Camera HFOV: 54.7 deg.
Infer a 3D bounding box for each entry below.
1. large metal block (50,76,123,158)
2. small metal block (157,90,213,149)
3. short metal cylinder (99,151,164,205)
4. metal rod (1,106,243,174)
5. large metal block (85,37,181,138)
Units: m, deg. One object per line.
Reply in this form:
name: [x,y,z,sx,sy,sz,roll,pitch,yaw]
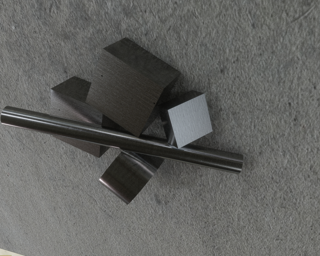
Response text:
large metal block: [-0.103,-0.016,0.436,0.080,0.050,0.079,23,127,14]
small metal block: [0.030,-0.011,0.366,0.025,0.050,0.050,29,140,58]
short metal cylinder: [-0.039,0.058,0.429,0.050,0.080,0.080,39,129,1]
metal rod: [-0.048,0.015,0.389,0.302,0.025,0.025,12,125,2]
large metal block: [-0.034,-0.049,0.376,0.080,0.050,0.079,34,129,5]
